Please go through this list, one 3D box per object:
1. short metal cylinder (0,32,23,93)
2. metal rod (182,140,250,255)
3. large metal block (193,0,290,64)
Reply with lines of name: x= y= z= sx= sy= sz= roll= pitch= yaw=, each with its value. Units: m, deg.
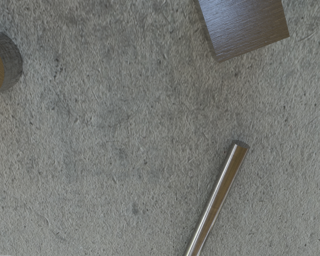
short metal cylinder: x=-0.214 y=-0.076 z=0.366 sx=0.081 sy=0.050 sz=0.079 roll=0 pitch=110 yaw=0
metal rod: x=0.064 y=0.155 z=0.467 sx=0.025 sy=0.025 sz=0.298 roll=17 pitch=109 yaw=-6
large metal block: x=0.088 y=-0.129 z=0.350 sx=0.080 sy=0.050 sz=0.080 roll=-20 pitch=109 yaw=7
